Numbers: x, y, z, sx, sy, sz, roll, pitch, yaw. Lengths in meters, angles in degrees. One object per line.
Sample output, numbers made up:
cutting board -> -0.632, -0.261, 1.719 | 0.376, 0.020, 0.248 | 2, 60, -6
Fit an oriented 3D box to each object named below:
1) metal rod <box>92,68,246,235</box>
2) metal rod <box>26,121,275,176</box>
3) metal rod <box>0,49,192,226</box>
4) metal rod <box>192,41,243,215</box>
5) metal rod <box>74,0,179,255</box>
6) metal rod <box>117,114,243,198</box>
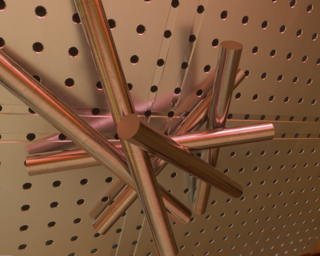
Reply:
metal rod -> 0.009, 0.034, 0.436 | 0.299, 0.025, 0.025 | -49, 129, 6
metal rod -> -0.003, 0.023, 0.382 | 0.302, 0.025, 0.025 | -8, 123, -10
metal rod -> -0.068, 0.020, 0.338 | 0.025, 0.025, 0.300 | -45, 114, 3
metal rod -> 0.073, 0.023, 0.439 | 0.025, 0.025, 0.298 | -14, 132, -20
metal rod -> -0.031, 0.007, 0.326 | 0.025, 0.025, 0.299 | -20, 104, -16
metal rod -> 0.049, 0.051, 0.399 | 0.025, 0.025, 0.301 | -48, 142, 6
